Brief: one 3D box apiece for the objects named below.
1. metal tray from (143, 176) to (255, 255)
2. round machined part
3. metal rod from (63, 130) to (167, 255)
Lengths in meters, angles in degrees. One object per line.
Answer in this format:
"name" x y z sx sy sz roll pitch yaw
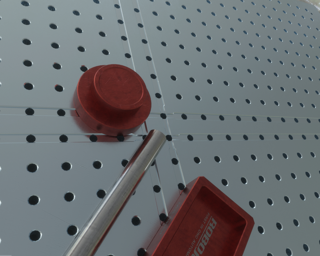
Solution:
"metal tray" 0.046 0.130 0.351 0.090 0.030 0.131 40 51 -1
"round machined part" -0.055 -0.042 0.394 0.099 0.042 0.098 14 56 -21
"metal rod" -0.068 0.108 0.306 0.025 0.025 0.301 37 51 -4
